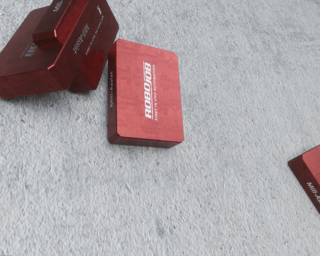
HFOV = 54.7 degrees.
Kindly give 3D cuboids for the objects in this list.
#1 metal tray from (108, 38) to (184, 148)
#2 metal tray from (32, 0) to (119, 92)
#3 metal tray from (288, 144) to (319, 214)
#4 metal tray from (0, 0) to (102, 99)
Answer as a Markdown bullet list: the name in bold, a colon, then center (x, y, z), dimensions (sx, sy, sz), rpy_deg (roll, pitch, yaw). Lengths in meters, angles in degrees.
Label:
- **metal tray**: center (-0.019, -0.043, 0.398), dimensions (0.091, 0.030, 0.129), rpy_deg (7, 69, -28)
- **metal tray**: center (-0.097, -0.120, 0.386), dimensions (0.030, 0.090, 0.130), rpy_deg (-4, 52, 20)
- **metal tray**: center (0.273, 0.092, 0.491), dimensions (0.091, 0.030, 0.130), rpy_deg (-17, 71, -35)
- **metal tray**: center (-0.128, -0.094, 0.352), dimensions (0.090, 0.030, 0.130), rpy_deg (-5, 50, 20)
